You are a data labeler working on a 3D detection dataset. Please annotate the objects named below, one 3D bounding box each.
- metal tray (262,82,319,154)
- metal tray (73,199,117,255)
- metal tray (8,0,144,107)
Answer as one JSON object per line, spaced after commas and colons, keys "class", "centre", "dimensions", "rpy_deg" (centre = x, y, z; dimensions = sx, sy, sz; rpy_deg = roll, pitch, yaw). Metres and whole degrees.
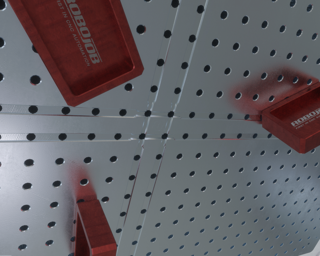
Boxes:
{"class": "metal tray", "centre": [0.239, -0.021, 0.485], "dimensions": [0.131, 0.090, 0.030], "rpy_deg": [-26, 128, -13]}
{"class": "metal tray", "centre": [-0.093, 0.177, 0.426], "dimensions": [0.030, 0.090, 0.129], "rpy_deg": [-4, 120, -27]}
{"class": "metal tray", "centre": [-0.079, -0.095, 0.305], "dimensions": [0.090, 0.030, 0.130], "rpy_deg": [-28, 128, -11]}
